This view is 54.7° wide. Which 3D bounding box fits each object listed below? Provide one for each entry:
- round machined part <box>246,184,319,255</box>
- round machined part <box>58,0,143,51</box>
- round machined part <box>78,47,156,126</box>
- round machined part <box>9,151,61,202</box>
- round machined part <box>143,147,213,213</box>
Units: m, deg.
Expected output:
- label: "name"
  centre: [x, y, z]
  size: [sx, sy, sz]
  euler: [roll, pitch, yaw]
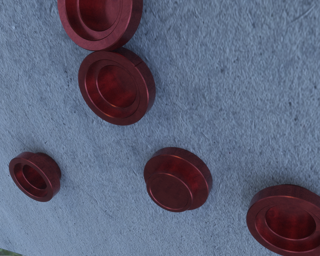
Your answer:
- label: "round machined part"
  centre: [0.159, 0.108, 0.379]
  size: [0.098, 0.042, 0.097]
  euler: [13, 124, 21]
- label: "round machined part"
  centre: [-0.059, -0.133, 0.334]
  size: [0.098, 0.042, 0.097]
  euler: [8, 107, 28]
- label: "round machined part"
  centre: [-0.049, -0.055, 0.388]
  size: [0.098, 0.042, 0.097]
  euler: [13, 124, 21]
- label: "round machined part"
  centre: [-0.221, 0.083, 0.564]
  size: [0.098, 0.042, 0.097]
  euler: [13, 124, 21]
- label: "round machined part"
  centre: [0.020, 0.079, 0.434]
  size: [0.098, 0.042, 0.097]
  euler: [13, 124, 21]
